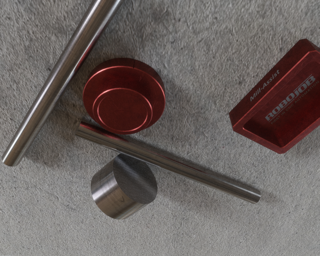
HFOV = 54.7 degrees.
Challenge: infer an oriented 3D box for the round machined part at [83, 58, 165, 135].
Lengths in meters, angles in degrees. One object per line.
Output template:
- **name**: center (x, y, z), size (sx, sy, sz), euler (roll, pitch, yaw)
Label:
- **round machined part**: center (-0.043, -0.030, 0.370), size (0.099, 0.042, 0.097), euler (0, 130, 0)

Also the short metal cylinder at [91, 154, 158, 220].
- **short metal cylinder**: center (-0.050, 0.082, 0.441), size (0.080, 0.080, 0.050), euler (35, 122, -26)

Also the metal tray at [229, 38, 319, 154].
- **metal tray**: center (0.160, -0.032, 0.378), size (0.090, 0.030, 0.129), euler (25, 126, -20)

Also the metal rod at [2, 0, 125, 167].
- **metal rod**: center (-0.124, -0.047, 0.365), size (0.025, 0.025, 0.299), euler (29, 124, -23)

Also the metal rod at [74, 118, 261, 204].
- **metal rod**: center (0.024, 0.055, 0.453), size (0.302, 0.025, 0.025), euler (23, 126, -19)
